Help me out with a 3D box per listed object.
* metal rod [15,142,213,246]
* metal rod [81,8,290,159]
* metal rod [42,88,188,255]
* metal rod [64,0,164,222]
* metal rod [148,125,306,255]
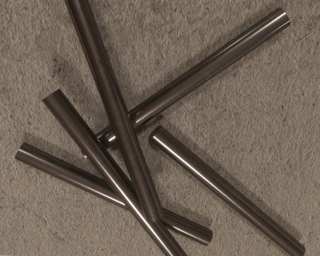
[{"bbox_3d":[-0.058,0.099,0.445,0.301,0.025,0.025,28,108,-10],"label":"metal rod"},{"bbox_3d":[0.023,-0.049,0.392,0.300,0.025,0.025,-34,107,11],"label":"metal rod"},{"bbox_3d":[-0.049,0.078,0.410,0.025,0.025,0.299,-31,108,10],"label":"metal rod"},{"bbox_3d":[-0.053,-0.023,0.377,0.025,0.025,0.298,-18,101,6],"label":"metal rod"},{"bbox_3d":[0.104,0.099,0.447,0.300,0.025,0.025,40,105,-14],"label":"metal rod"}]
